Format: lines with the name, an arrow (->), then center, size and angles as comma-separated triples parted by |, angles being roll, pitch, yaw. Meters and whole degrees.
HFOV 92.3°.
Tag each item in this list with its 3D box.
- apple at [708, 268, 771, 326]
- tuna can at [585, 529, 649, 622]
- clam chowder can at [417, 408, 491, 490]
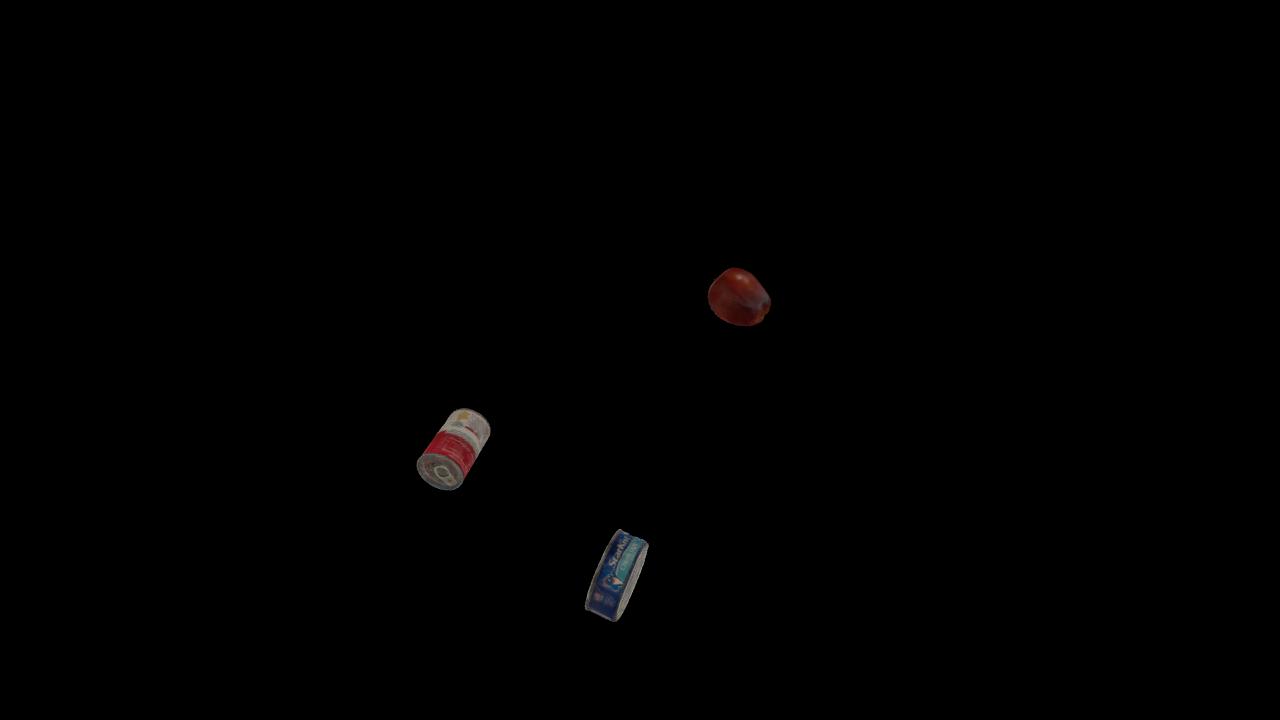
apple -> 0.143, -0.090, 0.895 | 0.093, 0.079, 0.079 | 43, 19, 21
tuna can -> -0.022, 0.215, 0.614 | 0.034, 0.084, 0.084 | 20, 5, 13
clam chowder can -> -0.262, 0.125, 0.874 | 0.068, 0.068, 0.102 | 0, 34, 14
